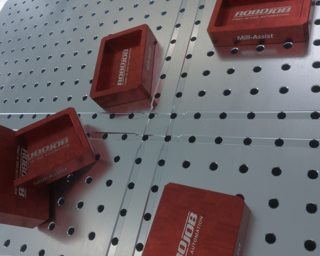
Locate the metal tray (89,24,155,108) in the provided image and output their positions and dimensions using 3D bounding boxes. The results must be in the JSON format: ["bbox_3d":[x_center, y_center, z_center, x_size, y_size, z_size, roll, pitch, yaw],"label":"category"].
[{"bbox_3d":[-0.058,-0.101,0.498,0.090,0.030,0.130,-10,57,23],"label":"metal tray"}]

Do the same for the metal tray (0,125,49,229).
[{"bbox_3d":[-0.202,0.066,0.430,0.030,0.090,0.130,-33,50,22],"label":"metal tray"}]

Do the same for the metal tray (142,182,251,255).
[{"bbox_3d":[0.031,0.127,0.311,0.090,0.030,0.130,6,65,31],"label":"metal tray"}]

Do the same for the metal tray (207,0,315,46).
[{"bbox_3d":[0.140,-0.161,0.430,0.130,0.030,0.090,5,64,30],"label":"metal tray"}]

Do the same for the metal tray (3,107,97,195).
[{"bbox_3d":[-0.168,0.034,0.445,0.131,0.030,0.090,-26,56,-9],"label":"metal tray"}]
